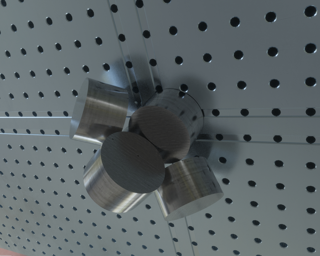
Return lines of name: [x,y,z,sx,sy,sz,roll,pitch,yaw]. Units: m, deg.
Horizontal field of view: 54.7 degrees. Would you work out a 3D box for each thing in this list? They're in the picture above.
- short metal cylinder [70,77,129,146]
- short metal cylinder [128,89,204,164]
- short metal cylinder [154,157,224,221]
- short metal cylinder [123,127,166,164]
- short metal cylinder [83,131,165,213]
short metal cylinder: [-0.079,-0.019,0.395,0.050,0.080,0.080,15,133,-23]
short metal cylinder: [0.008,-0.002,0.387,0.080,0.050,0.079,13,124,20]
short metal cylinder: [0.034,0.078,0.396,0.080,0.081,0.050,-47,56,39]
short metal cylinder: [-0.035,0.043,0.438,0.080,0.050,0.079,13,124,20]
short metal cylinder: [-0.041,0.051,0.361,0.080,0.080,0.050,41,129,-1]
